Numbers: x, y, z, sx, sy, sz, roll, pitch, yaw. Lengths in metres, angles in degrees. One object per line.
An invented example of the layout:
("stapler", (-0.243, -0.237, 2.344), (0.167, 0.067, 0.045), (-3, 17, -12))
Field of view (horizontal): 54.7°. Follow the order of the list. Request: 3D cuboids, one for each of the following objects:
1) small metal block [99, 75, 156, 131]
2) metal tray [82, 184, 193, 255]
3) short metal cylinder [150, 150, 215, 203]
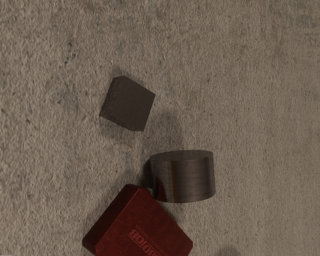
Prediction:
("small metal block", (-0.038, -0.028, 0.374), (0.050, 0.025, 0.050), (28, 72, -37))
("metal tray", (-0.021, 0.144, 0.386), (0.090, 0.030, 0.130), (-52, 121, -27))
("short metal cylinder", (0.029, 0.059, 0.395), (0.081, 0.080, 0.050), (-8, 95, -40))
